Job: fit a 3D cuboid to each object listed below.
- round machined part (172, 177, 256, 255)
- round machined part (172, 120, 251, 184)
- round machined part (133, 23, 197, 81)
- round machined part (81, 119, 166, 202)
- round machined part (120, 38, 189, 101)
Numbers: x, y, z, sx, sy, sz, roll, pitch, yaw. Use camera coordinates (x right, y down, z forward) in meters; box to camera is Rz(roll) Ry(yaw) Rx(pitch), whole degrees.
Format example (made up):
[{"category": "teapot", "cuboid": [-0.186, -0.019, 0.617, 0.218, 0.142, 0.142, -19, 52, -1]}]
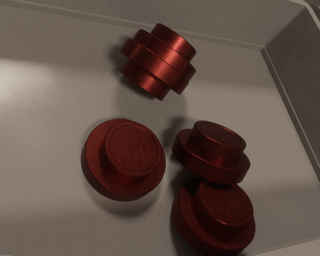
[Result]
[{"category": "round machined part", "cuboid": [0.067, 0.094, 0.357, 0.099, 0.042, 0.098, 16, 38, -13]}, {"category": "round machined part", "cuboid": [0.068, 0.024, 0.389, 0.099, 0.042, 0.098, 18, 21, -7]}, {"category": "round machined part", "cuboid": [0.012, -0.108, 0.433, 0.098, 0.098, 0.042, 36, 96, -4]}, {"category": "round machined part", "cuboid": [-0.037, 0.031, 0.357, 0.099, 0.042, 0.098, 14, 56, -21]}, {"category": "round machined part", "cuboid": [-0.013, -0.072, 0.411, 0.098, 0.042, 0.098, 36, 6, -4]}]
